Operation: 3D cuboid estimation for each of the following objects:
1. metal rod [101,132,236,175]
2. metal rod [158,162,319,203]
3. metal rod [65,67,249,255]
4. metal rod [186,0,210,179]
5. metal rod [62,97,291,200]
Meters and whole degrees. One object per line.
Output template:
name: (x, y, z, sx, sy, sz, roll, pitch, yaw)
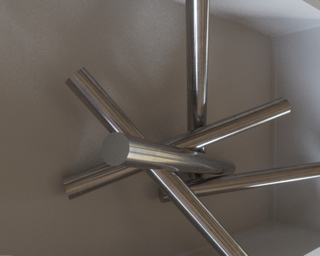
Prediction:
metal rod: (0.037, 0.039, 0.356, 0.301, 0.025, 0.025, 19, 77, -61)
metal rod: (0.145, 0.075, 0.457, 0.302, 0.025, 0.025, -5, 94, -18)
metal rod: (0.011, 0.059, 0.337, 0.300, 0.025, 0.025, 49, 60, -11)
metal rod: (0.044, -0.054, 0.370, 0.025, 0.025, 0.298, -33, 134, -35)
metal rod: (0.035, 0.017, 0.375, 0.302, 0.025, 0.025, -19, 103, -19)
